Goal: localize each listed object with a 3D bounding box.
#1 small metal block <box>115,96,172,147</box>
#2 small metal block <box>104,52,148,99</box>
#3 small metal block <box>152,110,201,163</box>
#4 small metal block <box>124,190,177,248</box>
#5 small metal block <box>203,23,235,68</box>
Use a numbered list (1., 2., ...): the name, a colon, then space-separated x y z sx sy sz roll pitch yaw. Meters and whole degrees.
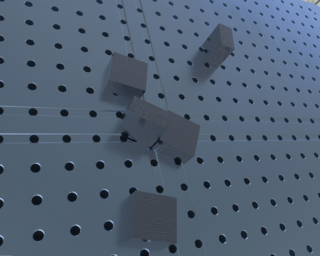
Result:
1. small metal block: -0.021 -0.007 0.384 0.050 0.050 0.025 25 53 -13
2. small metal block: -0.046 -0.071 0.426 0.050 0.025 0.050 15 56 -20
3. small metal block: 0.022 0.012 0.412 0.050 0.025 0.050 26 53 -13
4. small metal block: -0.010 0.101 0.341 0.050 0.025 0.050 15 56 -20
5. small metal block: 0.100 -0.140 0.530 0.025 0.050 0.050 14 56 -20
